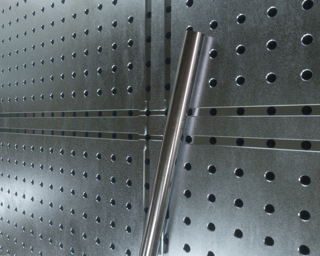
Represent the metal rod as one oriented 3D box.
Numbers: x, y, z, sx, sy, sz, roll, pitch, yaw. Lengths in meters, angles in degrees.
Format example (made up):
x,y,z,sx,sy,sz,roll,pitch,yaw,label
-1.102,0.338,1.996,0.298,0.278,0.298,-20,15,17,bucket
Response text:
x,y,z,sx,sy,sz,roll,pitch,yaw,label
0.013,0.030,0.396,0.025,0.025,0.298,18,102,38,metal rod
